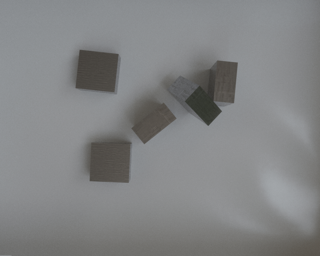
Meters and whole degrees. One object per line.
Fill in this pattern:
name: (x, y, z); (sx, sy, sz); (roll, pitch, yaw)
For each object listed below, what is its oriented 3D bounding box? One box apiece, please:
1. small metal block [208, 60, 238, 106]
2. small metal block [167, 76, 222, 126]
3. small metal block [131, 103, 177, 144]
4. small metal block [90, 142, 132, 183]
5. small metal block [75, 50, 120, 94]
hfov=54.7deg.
small metal block: (0.079, -0.056, 0.400); (0.025, 0.050, 0.050); (6, 89, -1)
small metal block: (0.043, -0.035, 0.390); (0.025, 0.050, 0.050); (-47, 123, 0)
small metal block: (-0.007, -0.006, 0.399); (0.050, 0.050, 0.025); (-39, 90, 0)
small metal block: (-0.064, 0.045, 0.411); (0.050, 0.025, 0.050); (3, 90, -1)
small metal block: (-0.081, -0.073, 0.410); (0.050, 0.025, 0.050); (6, 90, -1)
